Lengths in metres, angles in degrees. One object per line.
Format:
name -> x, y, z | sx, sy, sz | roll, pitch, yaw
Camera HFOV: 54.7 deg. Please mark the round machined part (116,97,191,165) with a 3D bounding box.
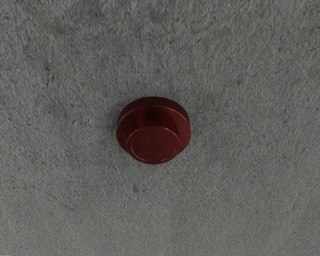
round machined part -> -0.008, 0.010, 0.406 | 0.099, 0.042, 0.097 | -1, 130, 0
